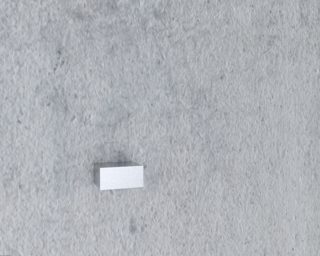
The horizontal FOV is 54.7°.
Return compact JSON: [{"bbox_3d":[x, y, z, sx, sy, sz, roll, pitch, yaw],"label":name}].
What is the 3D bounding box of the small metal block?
[{"bbox_3d":[-0.052,0.057,0.377,0.050,0.050,0.025,0,91,-20],"label":"small metal block"}]
